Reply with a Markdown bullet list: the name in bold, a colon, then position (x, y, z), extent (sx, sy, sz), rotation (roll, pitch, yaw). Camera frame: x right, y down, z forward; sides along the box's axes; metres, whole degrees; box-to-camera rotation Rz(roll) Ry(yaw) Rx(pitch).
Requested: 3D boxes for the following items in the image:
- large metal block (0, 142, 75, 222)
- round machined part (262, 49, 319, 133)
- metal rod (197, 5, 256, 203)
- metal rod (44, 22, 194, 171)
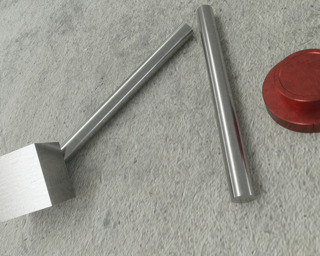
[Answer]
- **large metal block**: position (-0.171, 0.070, 0.412), extent (0.080, 0.050, 0.080), rotation (-20, 83, 16)
- **round machined part**: position (0.162, -0.047, 0.336), extent (0.098, 0.042, 0.098), rotation (-13, 56, 20)
- **metal rod**: position (0.077, -0.053, 0.395), extent (0.025, 0.025, 0.299), rotation (-16, 55, 19)
- **metal rod**: position (-0.061, -0.044, 0.460), extent (0.300, 0.025, 0.025), rotation (-46, 51, -5)
